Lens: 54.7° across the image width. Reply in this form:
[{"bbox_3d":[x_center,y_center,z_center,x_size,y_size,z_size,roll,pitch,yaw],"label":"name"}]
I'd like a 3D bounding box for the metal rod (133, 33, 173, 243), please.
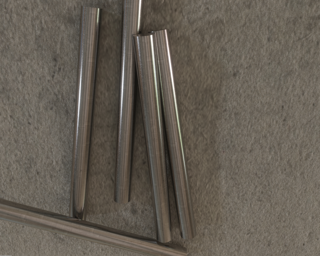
[{"bbox_3d":[-0.006,0.030,0.410,0.025,0.025,0.298,-5,114,1],"label":"metal rod"}]

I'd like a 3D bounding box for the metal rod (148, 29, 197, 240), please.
[{"bbox_3d":[0.020,0.022,0.418,0.025,0.025,0.298,-8,110,2],"label":"metal rod"}]

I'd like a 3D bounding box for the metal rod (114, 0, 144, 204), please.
[{"bbox_3d":[-0.041,-0.037,0.395,0.025,0.025,0.298,5,110,-2],"label":"metal rod"}]

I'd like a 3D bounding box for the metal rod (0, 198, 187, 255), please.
[{"bbox_3d":[-0.098,0.147,0.438,0.302,0.025,0.025,21,109,-18],"label":"metal rod"}]

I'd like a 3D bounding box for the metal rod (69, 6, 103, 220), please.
[{"bbox_3d":[-0.100,-0.001,0.407,0.025,0.025,0.298,8,110,-3],"label":"metal rod"}]
